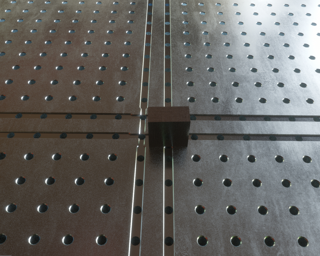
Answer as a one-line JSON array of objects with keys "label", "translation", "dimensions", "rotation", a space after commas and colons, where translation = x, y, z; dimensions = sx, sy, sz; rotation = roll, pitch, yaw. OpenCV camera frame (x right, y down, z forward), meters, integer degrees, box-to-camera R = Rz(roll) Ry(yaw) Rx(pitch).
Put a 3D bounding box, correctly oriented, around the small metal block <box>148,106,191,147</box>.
[{"label": "small metal block", "translation": [0.011, -0.001, 0.392], "dimensions": [0.050, 0.050, 0.025], "rotation": [-1, 50, -1]}]
